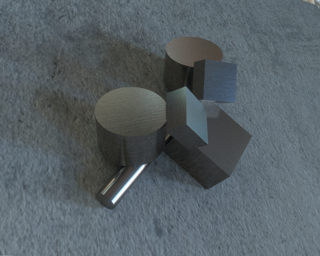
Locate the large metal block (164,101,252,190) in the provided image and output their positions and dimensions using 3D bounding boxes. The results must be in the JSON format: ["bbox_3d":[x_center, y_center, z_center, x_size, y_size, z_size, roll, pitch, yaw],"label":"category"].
[{"bbox_3d":[0.063,0.020,0.411,0.080,0.050,0.080,41,51,0],"label":"large metal block"}]

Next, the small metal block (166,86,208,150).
[{"bbox_3d":[0.031,-0.010,0.350,0.050,0.025,0.050,40,42,-45],"label":"small metal block"}]

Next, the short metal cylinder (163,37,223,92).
[{"bbox_3d":[0.047,-0.091,0.453,0.081,0.050,0.080,3,45,-3],"label":"short metal cylinder"}]

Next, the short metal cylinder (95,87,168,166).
[{"bbox_3d":[-0.032,-0.003,0.357,0.081,0.050,0.080,3,45,-3],"label":"short metal cylinder"}]

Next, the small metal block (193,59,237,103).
[{"bbox_3d":[0.071,-0.059,0.401,0.050,0.025,0.050,2,91,-28],"label":"small metal block"}]

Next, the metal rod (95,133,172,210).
[{"bbox_3d":[0.019,-0.010,0.423,0.025,0.025,0.301,42,51,0],"label":"metal rod"}]
